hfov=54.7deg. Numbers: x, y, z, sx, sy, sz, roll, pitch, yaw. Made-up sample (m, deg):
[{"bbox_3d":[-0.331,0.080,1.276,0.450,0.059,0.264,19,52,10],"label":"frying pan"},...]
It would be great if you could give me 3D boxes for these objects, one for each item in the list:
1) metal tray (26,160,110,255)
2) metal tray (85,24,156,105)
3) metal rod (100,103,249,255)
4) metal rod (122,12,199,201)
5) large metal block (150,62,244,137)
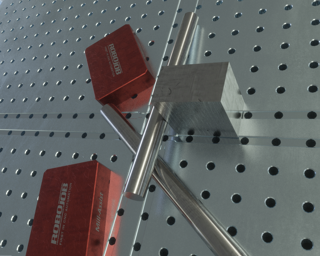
[{"bbox_3d":[-0.115,0.111,0.395,0.090,0.030,0.130,-12,56,21],"label":"metal tray"},{"bbox_3d":[-0.068,-0.102,0.501,0.090,0.030,0.130,-28,52,10],"label":"metal tray"},{"bbox_3d":[0.005,0.057,0.369,0.025,0.025,0.300,-43,51,-2],"label":"metal rod"},{"bbox_3d":[0.010,-0.049,0.411,0.025,0.025,0.300,0,55,28],"label":"metal rod"},{"bbox_3d":[0.048,-0.031,0.366,0.080,0.080,0.050,2,63,29],"label":"large metal block"}]
